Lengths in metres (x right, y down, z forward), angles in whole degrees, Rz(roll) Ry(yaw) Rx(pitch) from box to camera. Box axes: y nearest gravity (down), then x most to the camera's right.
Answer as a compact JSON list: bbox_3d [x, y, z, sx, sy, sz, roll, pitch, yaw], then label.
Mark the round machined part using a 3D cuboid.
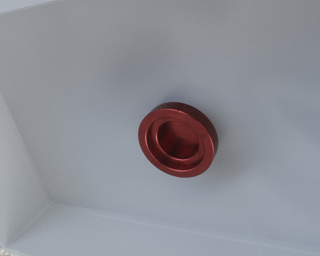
[{"bbox_3d":[0.026,0.011,0.390,0.098,0.042,0.097,13,124,20],"label":"round machined part"}]
